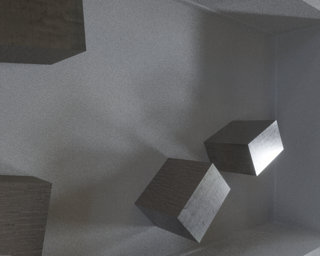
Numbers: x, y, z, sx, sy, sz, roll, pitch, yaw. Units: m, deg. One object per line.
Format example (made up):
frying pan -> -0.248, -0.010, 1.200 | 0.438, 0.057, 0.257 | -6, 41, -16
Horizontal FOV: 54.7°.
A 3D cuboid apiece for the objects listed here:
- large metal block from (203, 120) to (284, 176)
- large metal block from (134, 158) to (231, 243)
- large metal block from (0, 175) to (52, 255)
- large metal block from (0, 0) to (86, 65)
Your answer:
large metal block -> 0.129, 0.027, 0.479 | 0.081, 0.080, 0.050 | -32, 110, -35
large metal block -> 0.029, 0.087, 0.395 | 0.080, 0.080, 0.050 | -51, 120, -28
large metal block -> -0.148, 0.083, 0.267 | 0.081, 0.050, 0.080 | 11, 83, -40
large metal block -> -0.121, -0.088, 0.269 | 0.081, 0.080, 0.050 | -6, 94, -40
